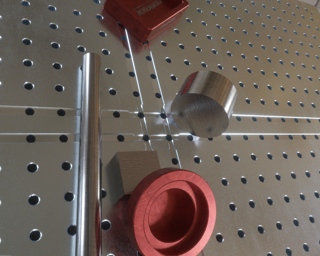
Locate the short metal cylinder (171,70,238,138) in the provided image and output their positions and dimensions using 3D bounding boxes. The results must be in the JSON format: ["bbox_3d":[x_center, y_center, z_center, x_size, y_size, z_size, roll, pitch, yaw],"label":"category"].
[{"bbox_3d":[0.061,-0.032,0.427,0.080,0.080,0.050,34,51,-7],"label":"short metal cylinder"}]

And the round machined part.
[{"bbox_3d":[0.008,0.090,0.331,0.099,0.042,0.097,0,91,-29],"label":"round machined part"}]

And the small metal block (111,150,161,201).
[{"bbox_3d":[-0.026,0.055,0.362,0.050,0.025,0.050,0,62,-28],"label":"small metal block"}]

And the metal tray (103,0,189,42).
[{"bbox_3d":[-0.020,-0.207,0.522,0.090,0.030,0.131,42,51,1],"label":"metal tray"}]

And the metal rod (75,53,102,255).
[{"bbox_3d":[-0.077,0.038,0.344,0.025,0.025,0.299,8,58,-24],"label":"metal rod"}]
